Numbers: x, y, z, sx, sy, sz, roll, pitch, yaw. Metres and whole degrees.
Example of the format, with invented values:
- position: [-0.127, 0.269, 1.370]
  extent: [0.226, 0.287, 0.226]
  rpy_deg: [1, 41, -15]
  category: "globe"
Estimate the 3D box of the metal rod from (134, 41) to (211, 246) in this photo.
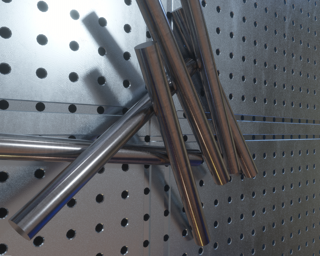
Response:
- position: [0.024, 0.039, 0.393]
  extent: [0.025, 0.025, 0.299]
  rpy_deg: [-37, 124, -33]
  category: "metal rod"

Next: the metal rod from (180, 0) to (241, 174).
- position: [0.075, -0.061, 0.448]
  extent: [0.025, 0.025, 0.299]
  rpy_deg: [-36, 119, -34]
  category: "metal rod"

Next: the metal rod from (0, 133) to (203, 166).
- position: [-0.063, 0.028, 0.355]
  extent: [0.302, 0.025, 0.025]
  rpy_deg: [8, 85, -40]
  category: "metal rod"

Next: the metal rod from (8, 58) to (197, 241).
- position: [-0.037, -0.002, 0.351]
  extent: [0.301, 0.025, 0.025]
  rpy_deg: [-47, 119, -38]
  category: "metal rod"

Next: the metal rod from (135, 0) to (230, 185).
- position: [0.037, -0.038, 0.398]
  extent: [0.025, 0.025, 0.299]
  rpy_deg: [-46, 125, -30]
  category: "metal rod"

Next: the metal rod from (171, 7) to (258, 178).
- position: [0.092, -0.043, 0.484]
  extent: [0.025, 0.025, 0.299]
  rpy_deg: [-43, 116, -31]
  category: "metal rod"
